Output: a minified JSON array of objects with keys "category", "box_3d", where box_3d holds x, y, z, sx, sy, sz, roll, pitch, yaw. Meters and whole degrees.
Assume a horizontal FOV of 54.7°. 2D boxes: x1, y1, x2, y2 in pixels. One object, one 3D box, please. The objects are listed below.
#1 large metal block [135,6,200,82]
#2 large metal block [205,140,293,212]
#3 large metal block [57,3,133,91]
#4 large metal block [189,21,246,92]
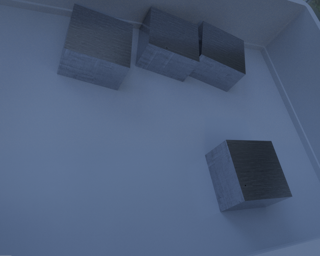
[{"category":"large metal block","box_3d":[0.012,-0.127,0.475,0.081,0.050,0.080,15,55,-20]},{"category":"large metal block","box_3d":[0.117,0.063,0.416,0.081,0.050,0.080,3,61,-27]},{"category":"large metal block","box_3d":[-0.084,-0.105,0.410,0.081,0.050,0.080,14,56,-21]},{"category":"large metal block","box_3d":[0.092,-0.118,0.513,0.080,0.050,0.080,20,54,-17]}]
